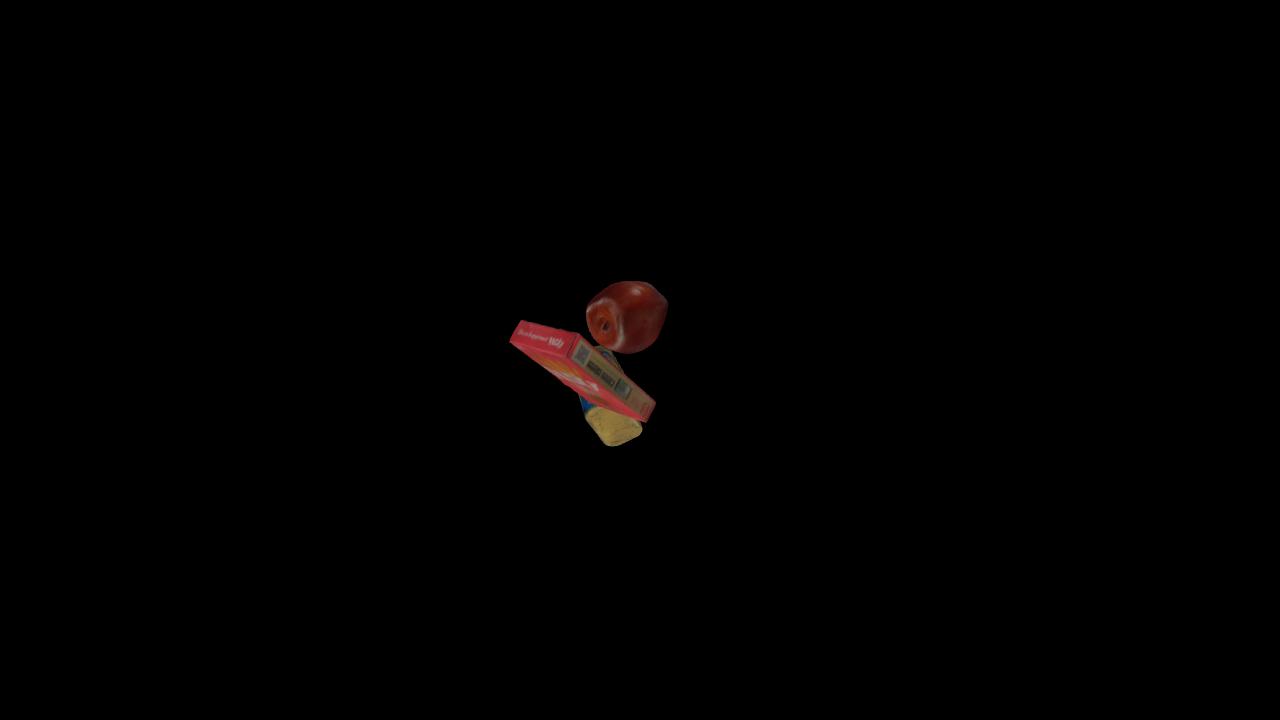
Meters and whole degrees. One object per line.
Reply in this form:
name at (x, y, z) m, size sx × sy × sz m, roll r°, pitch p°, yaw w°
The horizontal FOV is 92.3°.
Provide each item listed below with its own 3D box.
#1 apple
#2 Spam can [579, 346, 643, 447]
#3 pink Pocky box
apple at (-0.012, -0.047, 0.667) m, size 0.079 × 0.079 × 0.093 m, roll 0°, pitch 19°, yaw 41°
Spam can at (-0.042, 0.047, 0.761) m, size 0.058 × 0.085 × 0.101 m, roll -23°, pitch -38°, yaw 4°
pink Pocky box at (-0.055, 0.014, 0.633) m, size 0.084 × 0.029 × 0.155 m, roll 14°, pitch -19°, yaw 38°
